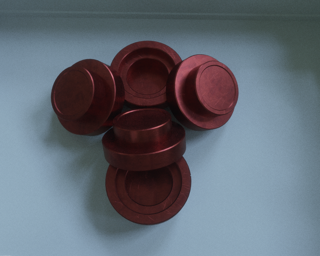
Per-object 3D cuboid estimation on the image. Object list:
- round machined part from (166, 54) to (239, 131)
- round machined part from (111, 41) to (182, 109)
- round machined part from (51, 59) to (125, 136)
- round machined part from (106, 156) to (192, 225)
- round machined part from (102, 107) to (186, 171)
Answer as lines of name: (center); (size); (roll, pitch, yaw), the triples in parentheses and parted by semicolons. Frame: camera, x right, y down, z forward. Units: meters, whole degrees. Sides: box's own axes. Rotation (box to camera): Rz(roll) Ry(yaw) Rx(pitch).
round machined part: (0.060, -0.047, 0.392); (0.099, 0.042, 0.097); (5, 81, -30)
round machined part: (-0.017, -0.066, 0.422); (0.099, 0.042, 0.098); (0, 70, 0)
round machined part: (-0.097, -0.040, 0.390); (0.098, 0.042, 0.097); (-4, 82, 27)
round machined part: (-0.013, 0.067, 0.374); (0.099, 0.042, 0.098); (0, 70, 0)
round machined part: (-0.019, 0.007, 0.366); (0.099, 0.098, 0.042); (-6, 115, -2)
